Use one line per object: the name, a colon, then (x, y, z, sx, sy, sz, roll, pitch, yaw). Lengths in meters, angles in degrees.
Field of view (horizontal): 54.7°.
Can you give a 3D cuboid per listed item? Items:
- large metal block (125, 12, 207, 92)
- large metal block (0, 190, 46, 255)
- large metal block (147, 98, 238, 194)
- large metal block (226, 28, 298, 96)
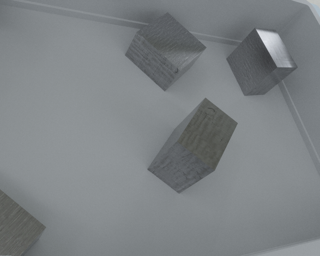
large metal block: (0.009, -0.115, 0.465, 0.080, 0.050, 0.080, 43, 51, 1)
large metal block: (-0.155, 0.092, 0.250, 0.080, 0.050, 0.080, 40, 51, -1)
large metal block: (0.039, 0.023, 0.377, 0.050, 0.080, 0.080, 38, 51, -3)
large metal block: (0.171, -0.111, 0.530, 0.050, 0.080, 0.080, -6, 65, -31)
